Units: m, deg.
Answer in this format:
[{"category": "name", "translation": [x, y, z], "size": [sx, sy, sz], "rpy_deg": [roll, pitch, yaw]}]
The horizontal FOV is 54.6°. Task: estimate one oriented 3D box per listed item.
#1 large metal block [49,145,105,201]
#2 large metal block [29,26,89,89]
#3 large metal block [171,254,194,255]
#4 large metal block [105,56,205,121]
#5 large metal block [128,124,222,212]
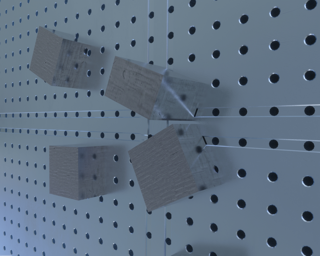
[{"category": "large metal block", "translation": [-0.137, 0.069, 0.508], "size": [0.080, 0.050, 0.080], "rpy_deg": [-1, 90, 40]}, {"category": "large metal block", "translation": [-0.178, -0.123, 0.542], "size": [0.080, 0.050, 0.080], "rpy_deg": [32, 110, 35]}, {"category": "large metal block", "translation": [0.039, 0.199, 0.362], "size": [0.080, 0.050, 0.080], "rpy_deg": [-12, 82, 39]}, {"category": "large metal block", "translation": [-0.006, -0.047, 0.380], "size": [0.080, 0.081, 0.050], "rpy_deg": [29, 108, 36]}, {"category": "large metal block", "translation": [0.016, 0.048, 0.381], "size": [0.080, 0.050, 0.080], "rpy_deg": [-32, 70, 35]}]
